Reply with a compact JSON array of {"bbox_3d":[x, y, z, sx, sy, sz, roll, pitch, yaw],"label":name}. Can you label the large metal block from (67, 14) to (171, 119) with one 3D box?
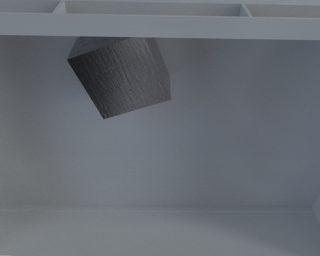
[{"bbox_3d":[-0.040,-0.065,0.337,0.080,0.050,0.080,-16,129,12],"label":"large metal block"}]
